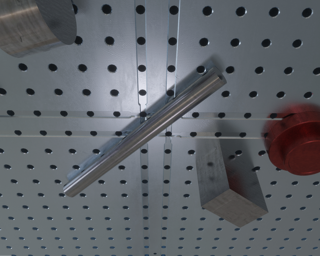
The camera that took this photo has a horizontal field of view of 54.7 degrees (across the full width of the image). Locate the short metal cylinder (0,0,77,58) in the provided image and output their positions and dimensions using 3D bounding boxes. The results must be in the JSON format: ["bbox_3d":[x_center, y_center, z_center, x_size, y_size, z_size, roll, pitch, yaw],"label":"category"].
[{"bbox_3d":[-0.118,-0.109,0.281,0.050,0.080,0.080,-12,129,10],"label":"short metal cylinder"}]

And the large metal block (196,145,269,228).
[{"bbox_3d":[0.102,0.084,0.449,0.080,0.080,0.050,33,123,-25],"label":"large metal block"}]

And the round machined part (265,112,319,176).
[{"bbox_3d":[0.200,0.028,0.427,0.099,0.042,0.097,0,130,0],"label":"round machined part"}]

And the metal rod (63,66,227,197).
[{"bbox_3d":[-0.037,0.019,0.427,0.299,0.025,0.025,-37,121,27],"label":"metal rod"}]
